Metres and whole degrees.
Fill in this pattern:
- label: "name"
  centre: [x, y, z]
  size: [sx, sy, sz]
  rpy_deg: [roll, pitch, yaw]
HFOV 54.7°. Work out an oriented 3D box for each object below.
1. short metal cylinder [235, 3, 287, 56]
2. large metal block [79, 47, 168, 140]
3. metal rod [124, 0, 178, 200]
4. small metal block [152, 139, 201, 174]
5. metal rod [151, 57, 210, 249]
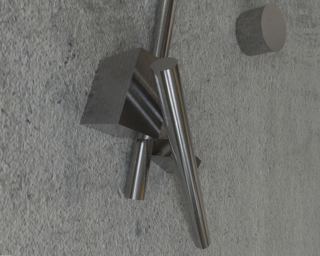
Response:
- label: "short metal cylinder"
  centre: [0.176, -0.169, 0.539]
  size: [0.081, 0.050, 0.079]
  rpy_deg: [0, 90, -40]
- label: "large metal block"
  centre: [-0.036, -0.034, 0.340]
  size: [0.050, 0.080, 0.080]
  rpy_deg: [24, 75, -38]
- label: "metal rod"
  centre: [-0.007, -0.060, 0.400]
  size: [0.025, 0.025, 0.298]
  rpy_deg: [16, 80, -39]
- label: "small metal block"
  centre: [0.017, 0.039, 0.405]
  size: [0.050, 0.050, 0.025]
  rpy_deg: [43, 64, -32]
- label: "metal rod"
  centre: [0.033, 0.056, 0.370]
  size: [0.025, 0.025, 0.298]
  rpy_deg: [-43, 136, -31]
